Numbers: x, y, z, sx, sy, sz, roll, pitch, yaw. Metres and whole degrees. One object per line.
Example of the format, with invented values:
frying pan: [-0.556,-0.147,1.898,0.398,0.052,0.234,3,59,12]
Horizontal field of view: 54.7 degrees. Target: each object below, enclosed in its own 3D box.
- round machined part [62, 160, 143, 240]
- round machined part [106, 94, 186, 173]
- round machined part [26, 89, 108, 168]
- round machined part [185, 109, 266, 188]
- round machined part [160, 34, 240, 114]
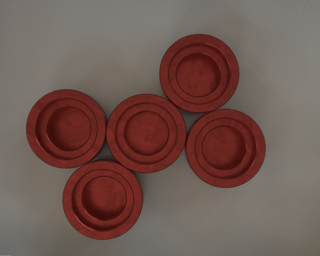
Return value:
round machined part: [-0.070,0.088,0.399,0.099,0.042,0.097,0,90,0]
round machined part: [-0.017,0.007,0.399,0.099,0.042,0.097,0,90,0]
round machined part: [-0.115,0.001,0.400,0.099,0.042,0.097,0,90,0]
round machined part: [0.081,0.025,0.401,0.099,0.042,0.097,0,90,0]
round machined part: [0.049,-0.067,0.401,0.099,0.042,0.097,0,90,0]
